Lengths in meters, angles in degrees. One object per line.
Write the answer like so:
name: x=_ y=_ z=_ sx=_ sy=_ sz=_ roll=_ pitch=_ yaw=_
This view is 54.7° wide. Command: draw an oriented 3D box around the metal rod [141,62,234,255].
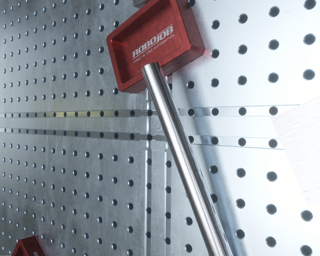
metal rod: x=0.040 y=0.064 z=0.357 sx=0.025 sy=0.025 sz=0.299 roll=-27 pitch=79 yaw=37

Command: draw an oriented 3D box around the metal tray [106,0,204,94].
metal tray: x=-0.012 y=-0.112 z=0.416 sx=0.130 sy=0.030 sz=0.090 roll=-25 pitch=74 yaw=37

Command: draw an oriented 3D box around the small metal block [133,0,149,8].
small metal block: x=-0.011 y=-0.194 z=0.419 sx=0.050 sy=0.025 sz=0.050 roll=-7 pitch=86 yaw=39

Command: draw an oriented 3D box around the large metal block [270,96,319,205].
large metal block: x=0.156 y=0.012 z=0.264 sx=0.080 sy=0.050 sz=0.080 roll=-29 pitch=72 yaw=36

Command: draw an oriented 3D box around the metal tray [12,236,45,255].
metal tray: x=-0.253 y=0.294 z=0.615 sx=0.130 sy=0.030 sz=0.089 roll=45 pitch=117 yaw=31
